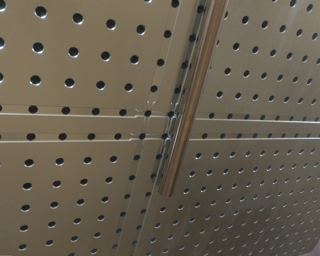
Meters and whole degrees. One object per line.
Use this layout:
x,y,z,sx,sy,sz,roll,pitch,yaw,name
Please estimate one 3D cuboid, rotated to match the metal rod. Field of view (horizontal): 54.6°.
0.040,-0.033,0.411,0.025,0.025,0.298,-1,119,-28,metal rod
